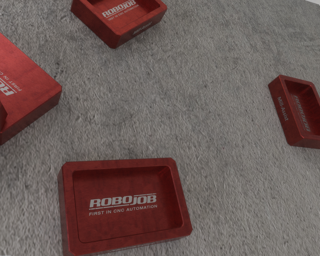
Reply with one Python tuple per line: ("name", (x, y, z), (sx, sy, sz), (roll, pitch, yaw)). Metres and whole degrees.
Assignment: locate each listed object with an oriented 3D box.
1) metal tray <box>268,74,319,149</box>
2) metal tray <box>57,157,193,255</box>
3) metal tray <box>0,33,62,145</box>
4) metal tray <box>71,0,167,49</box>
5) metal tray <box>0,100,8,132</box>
("metal tray", (0.253, -0.029, 0.553), (0.091, 0.030, 0.130), (7, 59, -25))
("metal tray", (-0.037, 0.080, 0.331), (0.131, 0.030, 0.090), (1, 61, -28))
("metal tray", (-0.186, -0.054, 0.334), (0.130, 0.030, 0.090), (41, 51, 0))
("metal tray", (-0.060, -0.186, 0.481), (0.090, 0.030, 0.131), (43, 51, 2))
("metal tray", (-0.214, 0.001, 0.261), (0.131, 0.030, 0.090), (16, 69, -11))
